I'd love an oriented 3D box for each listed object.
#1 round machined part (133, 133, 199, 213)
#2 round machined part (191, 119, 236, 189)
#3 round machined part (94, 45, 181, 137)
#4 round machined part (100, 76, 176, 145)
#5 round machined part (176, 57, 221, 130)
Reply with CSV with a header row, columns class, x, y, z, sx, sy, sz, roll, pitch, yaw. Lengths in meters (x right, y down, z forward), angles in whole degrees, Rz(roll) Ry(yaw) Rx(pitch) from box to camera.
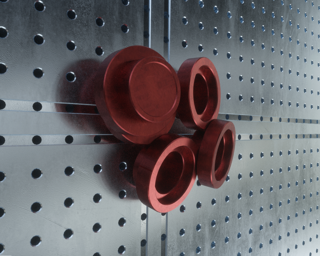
class,x,y,z,sx,sy,sz,roll,pitch,yaw
round machined part,0.004,0.053,0.392,0.099,0.042,0.097,-23,121,-44
round machined part,0.073,0.034,0.446,0.099,0.042,0.097,-32,127,-54
round machined part,-0.016,-0.039,0.331,0.099,0.042,0.097,0,90,-40
round machined part,-0.029,-0.029,0.374,0.099,0.042,0.097,0,90,-40
round machined part,0.045,-0.046,0.426,0.099,0.042,0.097,-3,94,-56
